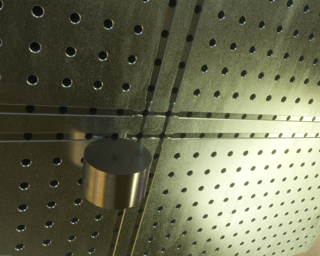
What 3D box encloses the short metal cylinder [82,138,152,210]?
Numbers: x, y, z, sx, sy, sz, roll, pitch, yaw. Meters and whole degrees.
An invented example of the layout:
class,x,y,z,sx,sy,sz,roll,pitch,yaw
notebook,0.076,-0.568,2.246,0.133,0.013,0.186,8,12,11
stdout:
class,x,y,z,sx,sy,sz,roll,pitch,yaw
short metal cylinder,-0.054,0.053,0.381,0.081,0.080,0.050,-4,120,-27
